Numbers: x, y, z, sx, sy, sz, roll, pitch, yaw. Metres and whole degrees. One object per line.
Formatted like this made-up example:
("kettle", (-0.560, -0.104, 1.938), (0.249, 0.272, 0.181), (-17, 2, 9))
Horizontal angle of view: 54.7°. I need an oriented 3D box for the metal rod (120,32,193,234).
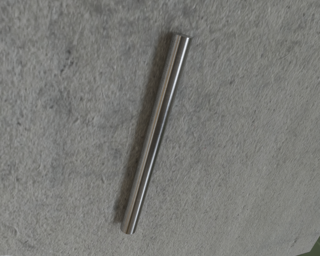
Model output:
("metal rod", (-0.012, 0.024, 0.416), (0.025, 0.025, 0.298), (1, 118, -30))
